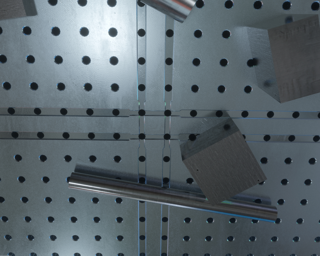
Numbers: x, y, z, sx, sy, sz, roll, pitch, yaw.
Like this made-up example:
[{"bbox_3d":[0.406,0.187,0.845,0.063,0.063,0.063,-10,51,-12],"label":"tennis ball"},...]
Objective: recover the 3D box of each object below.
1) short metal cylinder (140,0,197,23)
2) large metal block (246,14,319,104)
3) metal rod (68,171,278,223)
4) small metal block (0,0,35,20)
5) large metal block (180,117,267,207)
[{"bbox_3d":[0.020,-0.159,0.326,0.050,0.080,0.080,25,108,-9],"label":"short metal cylinder"},{"bbox_3d":[0.142,-0.083,0.356,0.050,0.080,0.080,-16,110,5],"label":"large metal block"},{"bbox_3d":[0.022,0.101,0.451,0.302,0.025,0.025,11,110,-5],"label":"metal rod"},{"bbox_3d":[-0.180,-0.151,0.355,0.050,0.025,0.050,-7,110,2],"label":"small metal block"},{"bbox_3d":[0.083,0.045,0.418,0.080,0.050,0.080,-30,108,10],"label":"large metal block"}]
